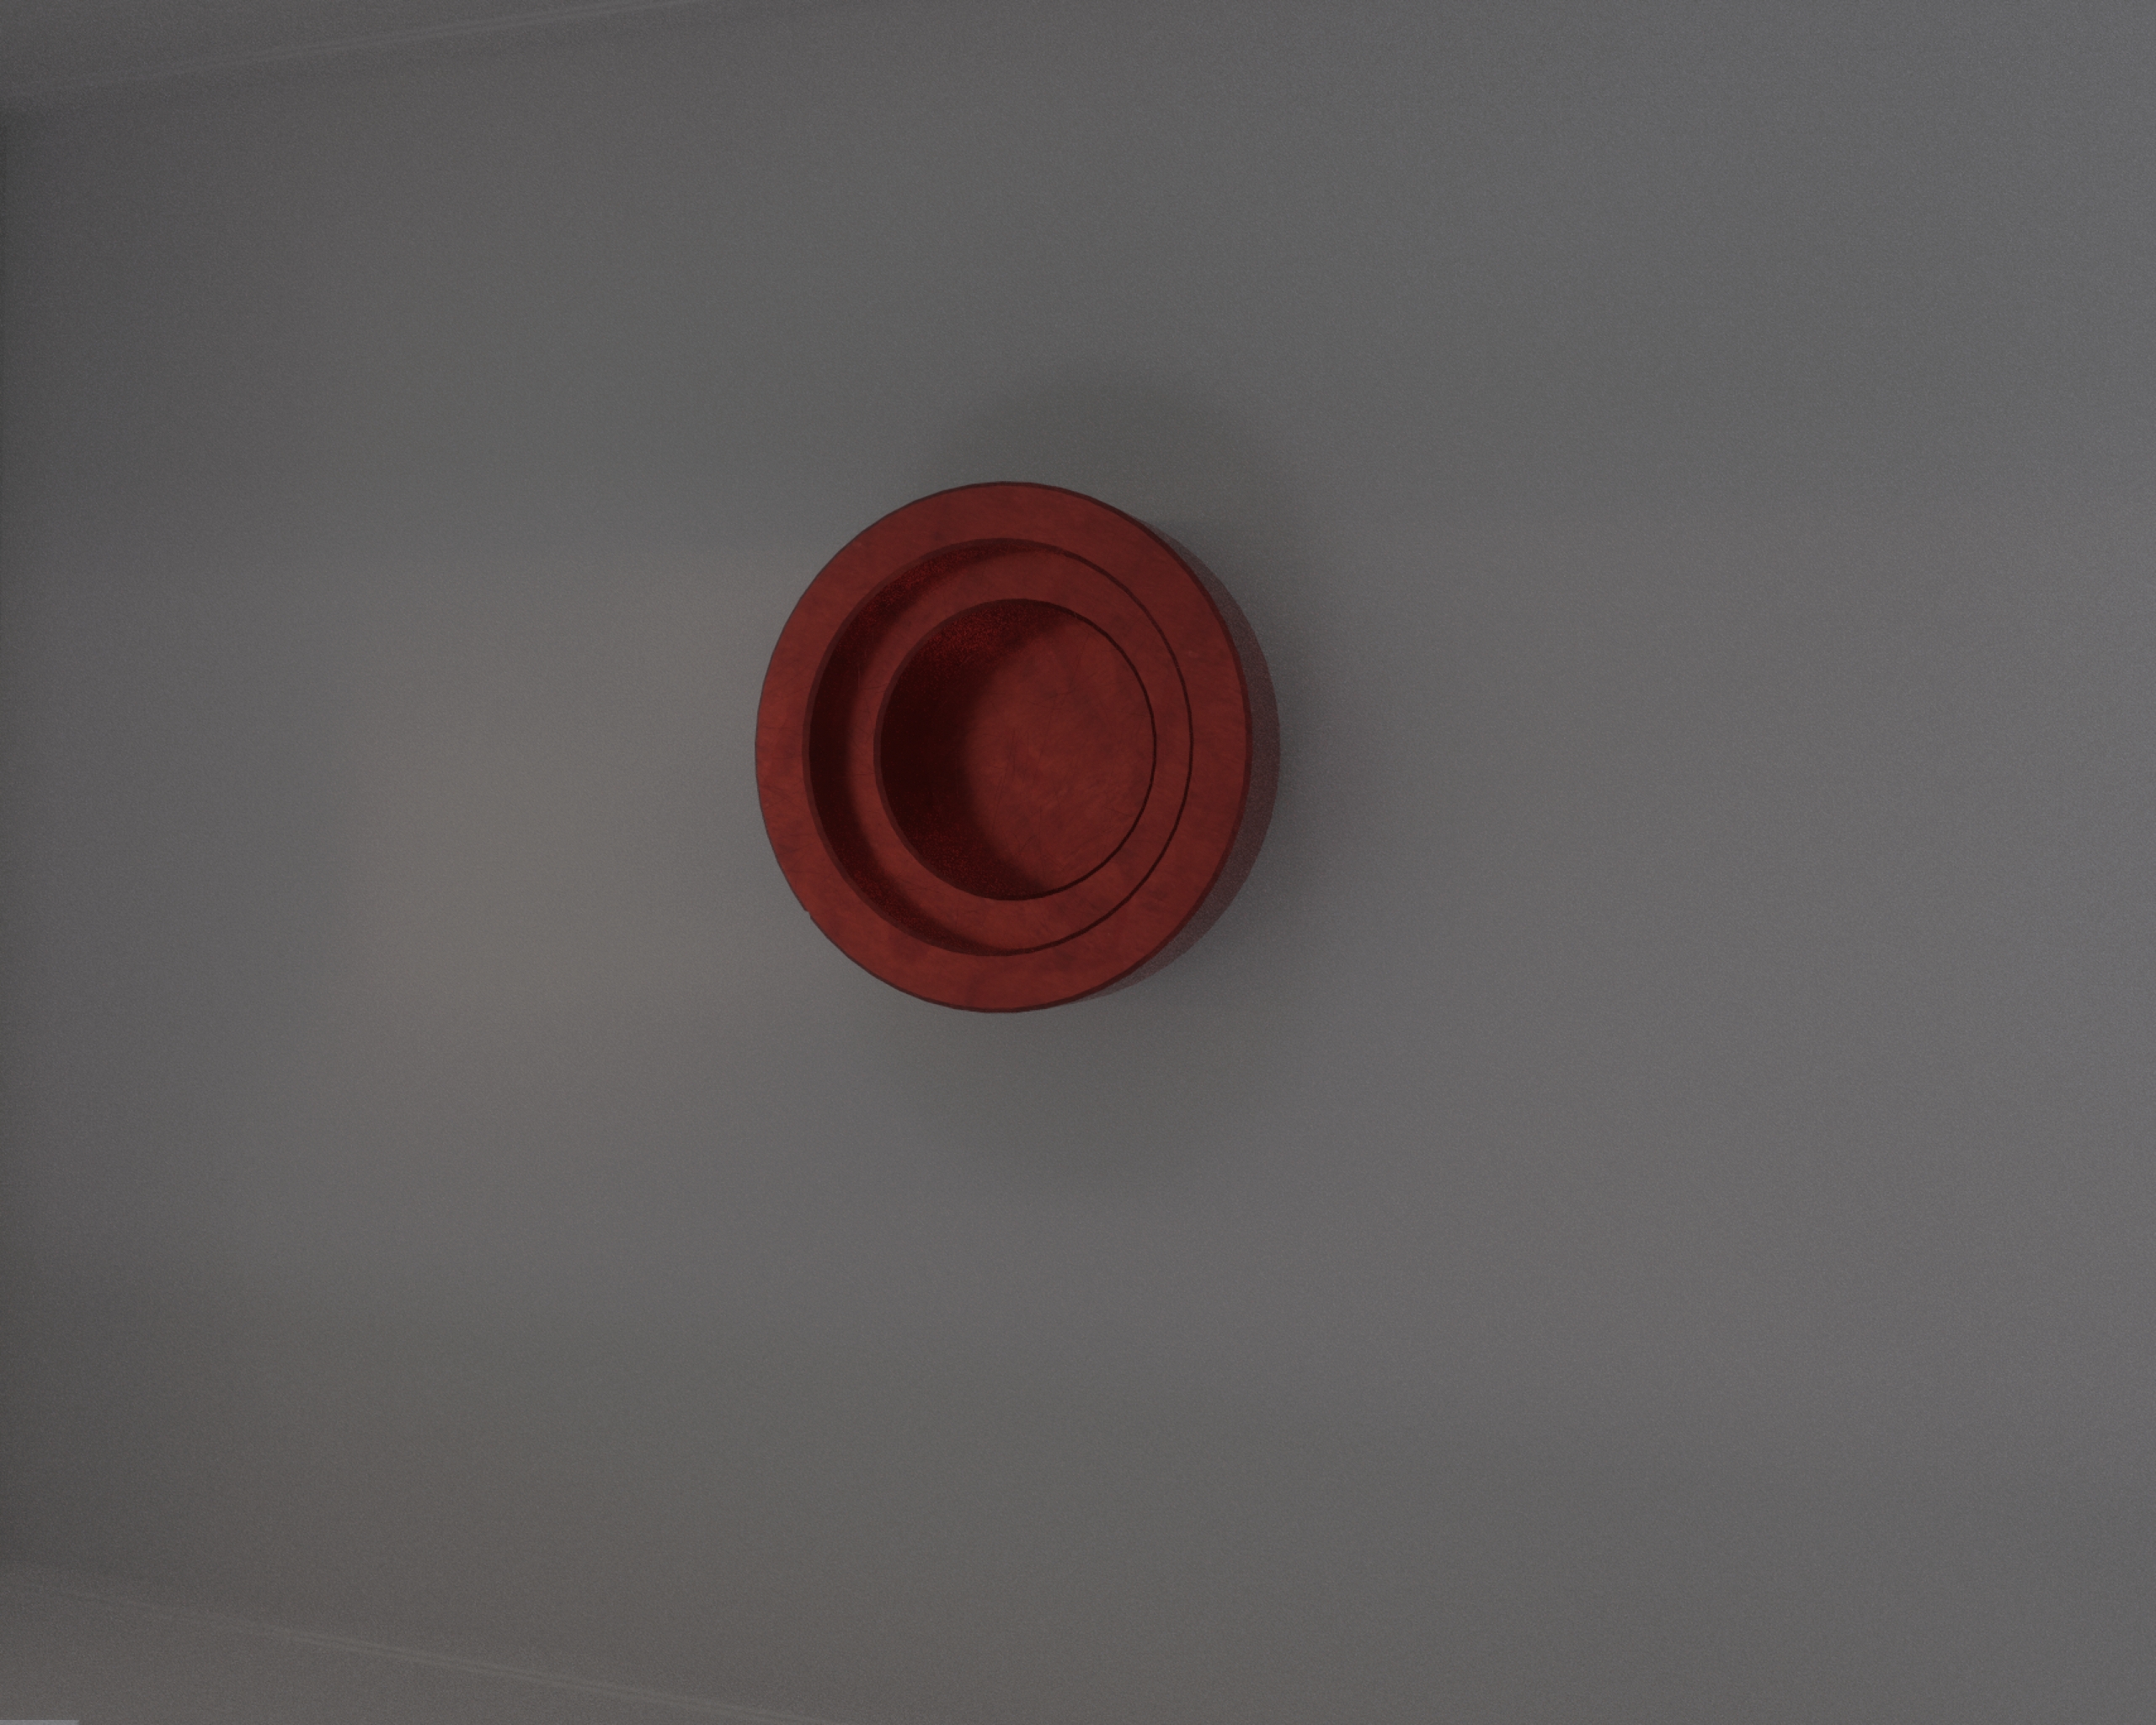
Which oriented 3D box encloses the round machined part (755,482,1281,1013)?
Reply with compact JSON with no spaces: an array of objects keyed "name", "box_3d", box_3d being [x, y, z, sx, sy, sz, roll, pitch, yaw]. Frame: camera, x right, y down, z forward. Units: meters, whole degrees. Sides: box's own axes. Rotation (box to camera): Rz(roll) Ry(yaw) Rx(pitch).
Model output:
[{"name":"round machined part","box_3d":[-0.009,-0.021,0.402,0.098,0.042,0.097,0,90,20]}]
